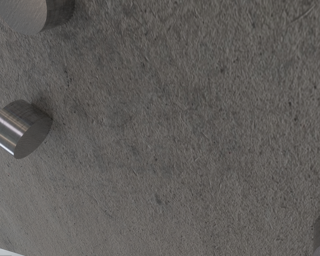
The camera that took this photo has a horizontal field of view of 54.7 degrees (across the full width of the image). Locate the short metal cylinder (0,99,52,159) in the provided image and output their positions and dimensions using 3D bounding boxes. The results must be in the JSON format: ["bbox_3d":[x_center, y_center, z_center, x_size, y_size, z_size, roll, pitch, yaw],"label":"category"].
[{"bbox_3d":[-0.219,0.002,0.488,0.050,0.080,0.079,35,129,5],"label":"short metal cylinder"}]

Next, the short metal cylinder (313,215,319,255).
[{"bbox_3d":[0.223,0.140,0.360,0.080,0.050,0.079,13,124,21],"label":"short metal cylinder"}]

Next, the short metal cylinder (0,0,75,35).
[{"bbox_3d":[-0.151,-0.158,0.373,0.080,0.050,0.079,13,124,21],"label":"short metal cylinder"}]
